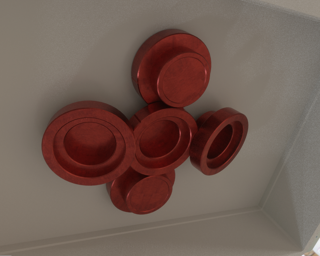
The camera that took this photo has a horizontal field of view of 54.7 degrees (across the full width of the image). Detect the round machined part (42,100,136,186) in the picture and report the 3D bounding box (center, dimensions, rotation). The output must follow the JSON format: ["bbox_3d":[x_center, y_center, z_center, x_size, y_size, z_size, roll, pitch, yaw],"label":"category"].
[{"bbox_3d":[-0.078,0.014,0.351,0.099,0.042,0.097,-4,117,-7],"label":"round machined part"}]

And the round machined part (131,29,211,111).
[{"bbox_3d":[0.019,-0.063,0.367,0.099,0.042,0.097,-14,124,-21],"label":"round machined part"}]

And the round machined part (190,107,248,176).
[{"bbox_3d":[0.076,0.015,0.435,0.099,0.042,0.097,-28,135,-31],"label":"round machined part"}]

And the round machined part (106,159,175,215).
[{"bbox_3d":[-0.022,0.082,0.434,0.099,0.042,0.097,-14,124,-21],"label":"round machined part"}]

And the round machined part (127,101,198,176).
[{"bbox_3d":[-0.004,0.010,0.398,0.099,0.042,0.097,-14,124,-21],"label":"round machined part"}]
